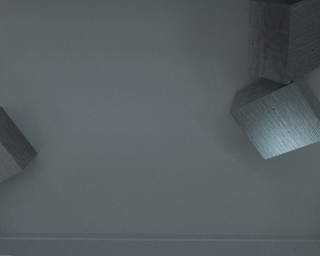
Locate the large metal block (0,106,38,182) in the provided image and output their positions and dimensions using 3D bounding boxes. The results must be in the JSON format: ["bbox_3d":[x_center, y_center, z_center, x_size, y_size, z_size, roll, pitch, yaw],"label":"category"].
[{"bbox_3d":[-0.227,0.030,0.407,0.080,0.050,0.080,-28,108,9],"label":"large metal block"}]

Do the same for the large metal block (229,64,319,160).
[{"bbox_3d":[0.145,-0.018,0.377,0.080,0.050,0.080,-28,110,37],"label":"large metal block"}]

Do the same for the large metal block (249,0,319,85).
[{"bbox_3d":[0.143,-0.104,0.334,0.081,0.050,0.080,-27,126,-24],"label":"large metal block"}]
